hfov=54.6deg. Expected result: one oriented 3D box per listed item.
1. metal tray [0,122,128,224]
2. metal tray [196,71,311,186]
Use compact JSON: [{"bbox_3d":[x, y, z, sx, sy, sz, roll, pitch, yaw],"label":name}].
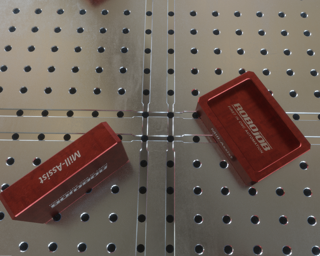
[{"bbox_3d":[-0.101,0.055,0.356,0.130,0.090,0.030,-37,74,-12],"label":"metal tray"},{"bbox_3d":[0.119,-0.002,0.410,0.090,0.030,0.130,-29,73,-10],"label":"metal tray"}]
